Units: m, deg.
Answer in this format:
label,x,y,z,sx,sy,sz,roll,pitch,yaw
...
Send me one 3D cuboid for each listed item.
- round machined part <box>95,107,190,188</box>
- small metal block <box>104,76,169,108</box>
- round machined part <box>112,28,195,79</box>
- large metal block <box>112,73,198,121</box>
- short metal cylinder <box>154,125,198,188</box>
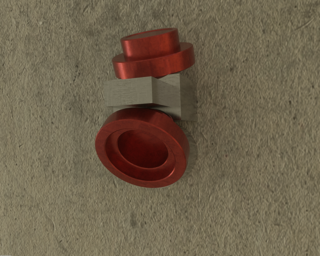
label,x,y,z,sx,sy,sz,roll,pitch,yaw
round machined part,-0.016,0.017,0.336,0.098,0.042,0.097,9,131,11
small metal block,-0.023,-0.034,0.318,0.050,0.050,0.025,-3,89,20
round machined part,-0.010,-0.092,0.370,0.098,0.098,0.042,-2,114,19
large metal block,-0.003,-0.032,0.380,0.080,0.080,0.050,-2,90,19
short metal cylinder,0.003,0.033,0.396,0.080,0.050,0.079,0,90,19
